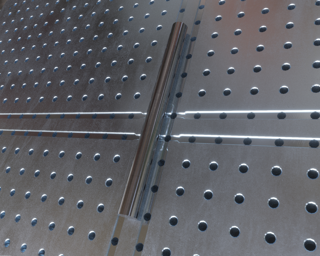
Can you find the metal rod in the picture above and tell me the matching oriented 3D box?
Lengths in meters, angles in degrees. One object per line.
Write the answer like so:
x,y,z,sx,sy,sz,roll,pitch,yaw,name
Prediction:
-0.004,-0.027,0.428,0.025,0.025,0.300,1,62,28,metal rod
